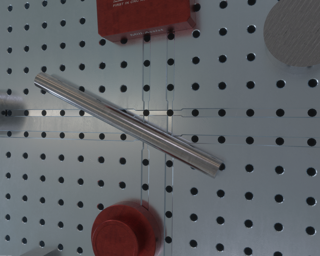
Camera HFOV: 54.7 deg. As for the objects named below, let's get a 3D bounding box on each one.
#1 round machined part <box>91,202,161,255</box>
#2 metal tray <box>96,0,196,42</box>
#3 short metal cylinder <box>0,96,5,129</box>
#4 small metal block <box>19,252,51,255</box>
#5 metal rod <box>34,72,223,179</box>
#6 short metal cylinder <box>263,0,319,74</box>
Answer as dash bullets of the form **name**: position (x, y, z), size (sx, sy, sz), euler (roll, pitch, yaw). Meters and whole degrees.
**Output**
- **round machined part**: position (-0.052, 0.153, 0.422), size (0.098, 0.042, 0.097), euler (0, 90, 20)
- **metal tray**: position (-0.021, -0.173, 0.417), size (0.130, 0.030, 0.089), euler (-4, 89, 19)
- **short metal cylinder**: position (-0.305, -0.026, 0.507), size (0.080, 0.050, 0.079), euler (0, 90, 20)
- **small metal block**: position (-0.196, 0.223, 0.482), size (0.050, 0.025, 0.050), euler (-10, 87, 19)
- **metal rod**: position (-0.055, -0.011, 0.431), size (0.301, 0.025, 0.025), euler (26, 99, 18)
- **short metal cylinder**: position (0.158, -0.103, 0.344), size (0.080, 0.050, 0.079), euler (0, 90, 20)
